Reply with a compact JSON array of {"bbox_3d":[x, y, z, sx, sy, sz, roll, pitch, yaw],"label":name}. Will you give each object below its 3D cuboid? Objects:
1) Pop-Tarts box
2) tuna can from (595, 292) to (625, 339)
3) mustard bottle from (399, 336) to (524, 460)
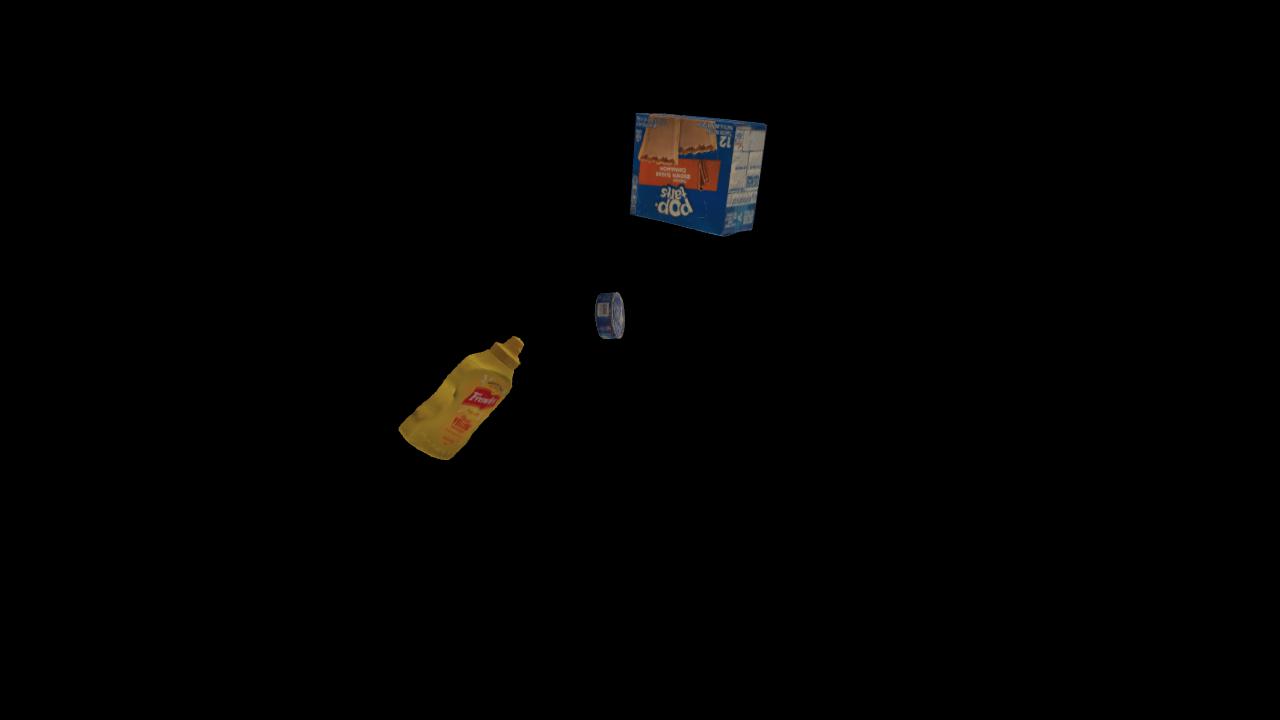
[{"bbox_3d":[0.075,-0.259,0.845,0.167,0.141,0.083,24,30,37],"label":"Pop-Tarts box"},{"bbox_3d":[-0.053,-0.079,1.100,0.034,0.084,0.084,-2,-1,13],"label":"tuna can"},{"bbox_3d":[-0.216,0.041,0.791,0.054,0.184,0.092,38,-5,38],"label":"mustard bottle"}]
